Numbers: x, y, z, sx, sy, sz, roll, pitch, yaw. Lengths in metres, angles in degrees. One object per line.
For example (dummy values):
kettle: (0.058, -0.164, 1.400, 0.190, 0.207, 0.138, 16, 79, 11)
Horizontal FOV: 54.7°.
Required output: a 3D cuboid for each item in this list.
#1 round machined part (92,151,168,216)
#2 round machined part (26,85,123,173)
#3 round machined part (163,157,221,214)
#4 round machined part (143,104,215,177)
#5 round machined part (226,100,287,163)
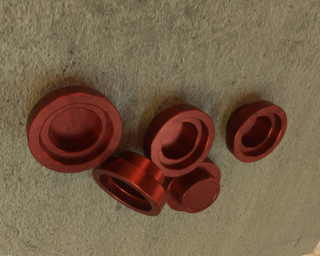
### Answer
round machined part: (-0.033, 0.066, 0.393, 0.042, 0.098, 0.098, -56, 136, -30)
round machined part: (-0.095, -0.002, 0.343, 0.099, 0.042, 0.097, -14, 124, -21)
round machined part: (0.054, 0.094, 0.483, 0.099, 0.042, 0.097, -14, 124, -21)
round machined part: (0.021, 0.013, 0.412, 0.099, 0.042, 0.097, -15, 123, -25)
round machined part: (0.141, 0.001, 0.473, 0.099, 0.042, 0.097, -14, 124, -21)
